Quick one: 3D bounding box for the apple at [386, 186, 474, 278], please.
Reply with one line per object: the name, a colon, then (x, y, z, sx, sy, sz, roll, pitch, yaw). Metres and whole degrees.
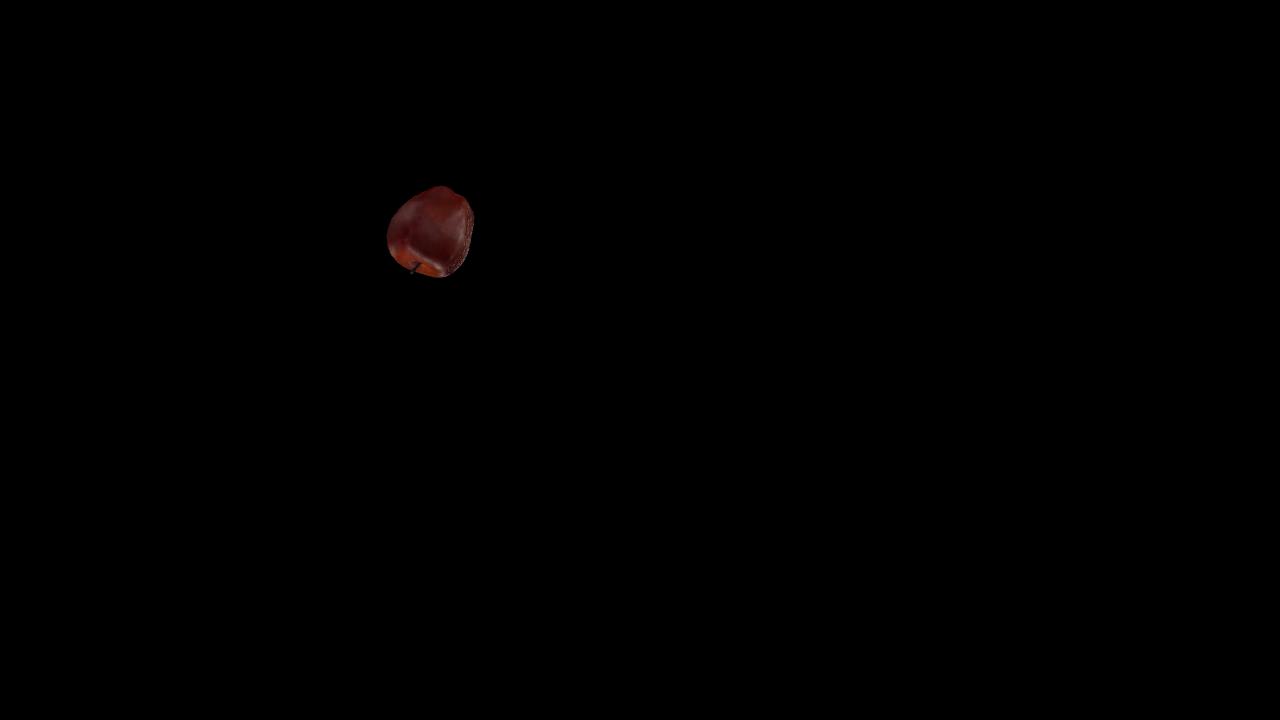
apple: (-0.207, -0.126, 0.612, 0.079, 0.093, 0.079, 18, -17, 6)
